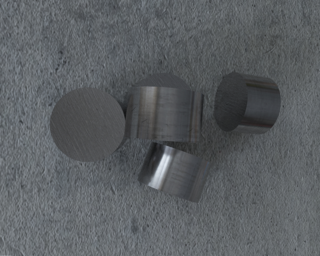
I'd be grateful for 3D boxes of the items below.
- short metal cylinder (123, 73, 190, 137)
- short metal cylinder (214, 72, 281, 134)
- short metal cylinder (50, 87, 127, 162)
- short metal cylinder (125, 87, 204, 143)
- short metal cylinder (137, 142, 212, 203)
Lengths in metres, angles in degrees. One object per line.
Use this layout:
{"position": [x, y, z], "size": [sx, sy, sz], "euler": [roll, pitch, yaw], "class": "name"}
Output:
{"position": [-0.002, -0.027, 0.395], "size": [0.081, 0.050, 0.080], "euler": [0, 90, -20], "class": "short metal cylinder"}
{"position": [0.116, -0.033, 0.422], "size": [0.050, 0.080, 0.080], "euler": [5, 89, -20], "class": "short metal cylinder"}
{"position": [-0.077, -0.004, 0.354], "size": [0.080, 0.050, 0.079], "euler": [0, 91, 0], "class": "short metal cylinder"}
{"position": [0.004, -0.012, 0.328], "size": [0.081, 0.080, 0.050], "euler": [5, 89, -20], "class": "short metal cylinder"}
{"position": [0.018, 0.055, 0.386], "size": [0.080, 0.080, 0.050], "euler": [23, 83, -19], "class": "short metal cylinder"}
